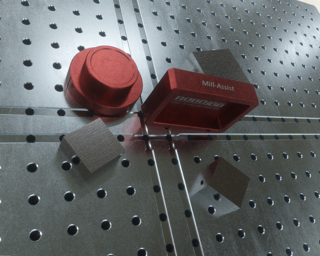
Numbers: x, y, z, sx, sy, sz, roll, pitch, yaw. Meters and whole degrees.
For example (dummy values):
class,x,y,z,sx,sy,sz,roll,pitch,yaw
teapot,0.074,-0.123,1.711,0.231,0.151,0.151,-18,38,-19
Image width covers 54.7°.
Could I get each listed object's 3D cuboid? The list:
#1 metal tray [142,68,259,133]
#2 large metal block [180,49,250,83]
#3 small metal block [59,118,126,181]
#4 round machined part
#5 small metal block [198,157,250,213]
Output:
class,x,y,z,sx,sy,sz,roll,pitch,yaw
metal tray,0.053,-0.031,0.415,0.131,0.090,0.030,6,59,-25
large metal block,0.086,-0.074,0.486,0.081,0.050,0.080,-14,69,-34
small metal block,-0.077,0.024,0.353,0.050,0.025,0.050,-33,81,-38
round machined part,-0.067,-0.068,0.404,0.099,0.042,0.098,14,56,-21
small metal block,0.086,0.075,0.411,0.050,0.025,0.050,37,51,-4
